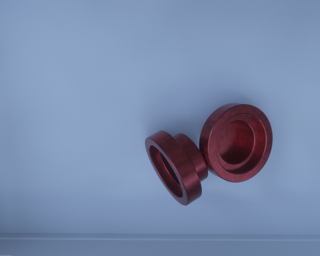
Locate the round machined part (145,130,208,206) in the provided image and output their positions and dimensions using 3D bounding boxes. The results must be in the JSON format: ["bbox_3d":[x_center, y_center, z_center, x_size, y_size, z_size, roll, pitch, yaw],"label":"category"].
[{"bbox_3d":[0.024,0.046,0.395,0.042,0.098,0.098,-29,110,-17],"label":"round machined part"}]

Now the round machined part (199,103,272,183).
[{"bbox_3d":[0.092,0.017,0.396,0.099,0.042,0.097,-4,99,-24],"label":"round machined part"}]
